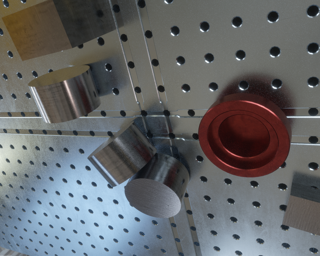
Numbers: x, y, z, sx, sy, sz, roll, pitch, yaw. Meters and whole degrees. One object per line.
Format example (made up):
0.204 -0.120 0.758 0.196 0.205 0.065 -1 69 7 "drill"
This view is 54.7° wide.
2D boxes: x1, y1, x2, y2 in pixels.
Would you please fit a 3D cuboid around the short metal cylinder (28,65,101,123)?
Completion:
-0.125 -0.047 0.413 0.080 0.080 0.050 1 119 28 "short metal cylinder"

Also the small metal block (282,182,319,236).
0.181 0.099 0.377 0.050 0.025 0.050 13 124 21 "small metal block"

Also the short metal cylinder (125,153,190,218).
-0.003 0.082 0.439 0.080 0.050 0.079 11 130 13 "short metal cylinder"

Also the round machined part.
0.097 0.005 0.352 0.098 0.042 0.097 13 124 21 "round machined part"

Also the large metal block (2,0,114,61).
-0.116 -0.121 0.362 0.080 0.080 0.050 -4 117 30 "large metal block"

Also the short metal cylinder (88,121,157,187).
-0.051 0.035 0.424 0.080 0.080 0.050 -32 101 38 "short metal cylinder"
